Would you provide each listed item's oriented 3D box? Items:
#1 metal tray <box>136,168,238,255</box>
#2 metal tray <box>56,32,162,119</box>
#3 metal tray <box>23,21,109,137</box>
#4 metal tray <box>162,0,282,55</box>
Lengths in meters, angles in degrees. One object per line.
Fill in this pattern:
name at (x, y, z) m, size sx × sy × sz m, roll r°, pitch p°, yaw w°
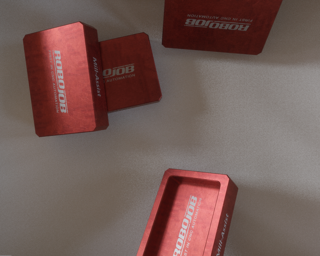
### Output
metal tray at (0.031, 0.115, 0.360) m, size 0.090 × 0.030 × 0.130 m, roll 1°, pitch 59°, yaw 36°
metal tray at (-0.070, -0.066, 0.408) m, size 0.131 × 0.030 × 0.089 m, roll -13°, pitch 90°, yaw -1°
metal tray at (-0.118, -0.057, 0.388) m, size 0.090 × 0.030 × 0.129 m, roll -6°, pitch 92°, yaw 20°
metal tray at (0.070, -0.138, 0.379) m, size 0.131 × 0.090 × 0.030 m, roll 4°, pitch 54°, yaw -1°
